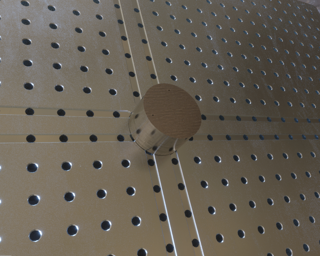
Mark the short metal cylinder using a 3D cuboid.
[{"bbox_3d":[0.006,-0.011,0.403,0.081,0.050,0.080,14,56,-21],"label":"short metal cylinder"}]
